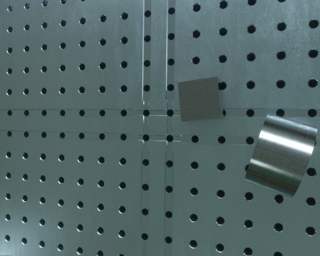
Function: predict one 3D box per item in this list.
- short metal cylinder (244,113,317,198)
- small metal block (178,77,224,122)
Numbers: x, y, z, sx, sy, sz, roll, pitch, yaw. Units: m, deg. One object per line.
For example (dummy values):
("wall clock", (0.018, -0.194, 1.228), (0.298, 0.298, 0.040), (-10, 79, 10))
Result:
("short metal cylinder", (0.130, 0.029, 0.337), (0.050, 0.080, 0.080), (20, 97, 19))
("small metal block", (0.052, -0.035, 0.394), (0.050, 0.025, 0.050), (-6, 88, 20))
